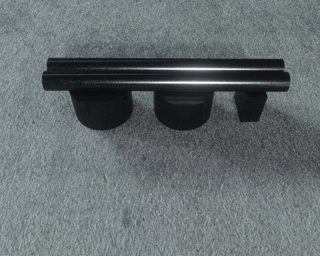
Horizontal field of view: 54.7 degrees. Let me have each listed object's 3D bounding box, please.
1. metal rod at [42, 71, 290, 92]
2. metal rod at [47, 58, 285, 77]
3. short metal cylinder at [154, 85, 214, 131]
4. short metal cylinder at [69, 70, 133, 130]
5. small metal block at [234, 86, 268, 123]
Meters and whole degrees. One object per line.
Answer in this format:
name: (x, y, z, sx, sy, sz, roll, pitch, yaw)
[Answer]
metal rod: (0.008, -0.058, 0.388, 0.302, 0.025, 0.025, 0, 50, 0)
metal rod: (0.008, -0.079, 0.405, 0.302, 0.025, 0.025, 0, 50, 0)
short metal cylinder: (0.032, -0.042, 0.424, 0.081, 0.050, 0.080, 0, 50, 0)
short metal cylinder: (-0.079, -0.043, 0.423, 0.081, 0.050, 0.080, 0, 50, 0)
small metal block: (0.123, -0.042, 0.426, 0.025, 0.050, 0.050, -1, 50, -1)
